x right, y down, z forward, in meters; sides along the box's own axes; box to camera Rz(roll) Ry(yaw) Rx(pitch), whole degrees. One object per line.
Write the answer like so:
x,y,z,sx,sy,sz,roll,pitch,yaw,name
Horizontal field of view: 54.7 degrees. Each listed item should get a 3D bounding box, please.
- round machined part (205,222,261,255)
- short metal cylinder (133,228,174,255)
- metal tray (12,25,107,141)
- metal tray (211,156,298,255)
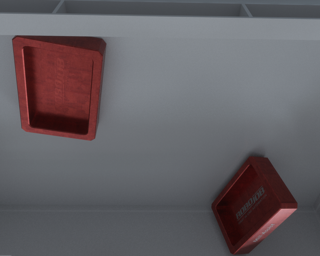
0.133,0.203,0.575,0.099,0.042,0.097,-1,130,0,round machined part
-0.013,0.236,0.596,0.081,0.050,0.079,-1,130,0,short metal cylinder
-0.116,-0.047,0.364,0.091,0.030,0.129,9,130,-8,metal tray
0.133,0.116,0.462,0.030,0.090,0.129,7,130,-25,metal tray
